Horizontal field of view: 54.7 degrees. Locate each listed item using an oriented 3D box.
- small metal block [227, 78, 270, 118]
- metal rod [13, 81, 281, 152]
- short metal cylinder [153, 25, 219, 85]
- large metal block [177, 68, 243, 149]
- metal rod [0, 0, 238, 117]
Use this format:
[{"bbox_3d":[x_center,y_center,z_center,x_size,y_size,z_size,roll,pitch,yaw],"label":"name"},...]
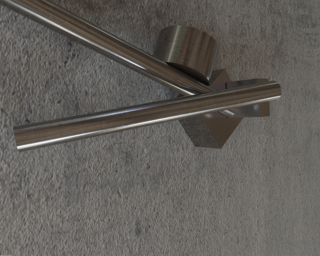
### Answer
[{"bbox_3d":[0.120,-0.040,0.424,0.025,0.050,0.050,-5,94,-40],"label":"small metal block"},{"bbox_3d":[0.004,-0.018,0.342,0.302,0.025,0.025,-12,98,-19],"label":"metal rod"},{"bbox_3d":[0.030,-0.087,0.399,0.080,0.080,0.050,26,74,-37],"label":"short metal cylinder"},{"bbox_3d":[0.072,-0.028,0.451,0.080,0.050,0.080,-48,119,-28],"label":"large metal block"},{"bbox_3d":[-0.030,-0.078,0.345,0.302,0.025,0.025,23,75,-26],"label":"metal rod"}]
